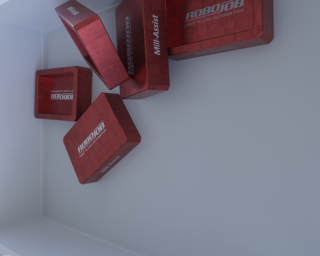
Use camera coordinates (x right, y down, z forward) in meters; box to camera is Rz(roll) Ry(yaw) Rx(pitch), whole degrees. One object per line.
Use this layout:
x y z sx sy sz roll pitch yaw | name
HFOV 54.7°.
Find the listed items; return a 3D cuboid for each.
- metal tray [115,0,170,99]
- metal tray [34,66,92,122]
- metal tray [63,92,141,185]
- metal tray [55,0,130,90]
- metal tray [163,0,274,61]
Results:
-0.026 -0.107 0.403 0.090 0.030 0.129 -7 86 62 | metal tray
-0.174 -0.059 0.547 0.130 0.030 0.089 4 93 40 | metal tray
-0.095 0.018 0.482 0.129 0.030 0.090 -42 65 31 | metal tray
-0.092 -0.114 0.412 0.030 0.090 0.130 -33 39 -8 | metal tray
0.059 -0.133 0.354 0.130 0.030 0.089 -1 89 40 | metal tray
